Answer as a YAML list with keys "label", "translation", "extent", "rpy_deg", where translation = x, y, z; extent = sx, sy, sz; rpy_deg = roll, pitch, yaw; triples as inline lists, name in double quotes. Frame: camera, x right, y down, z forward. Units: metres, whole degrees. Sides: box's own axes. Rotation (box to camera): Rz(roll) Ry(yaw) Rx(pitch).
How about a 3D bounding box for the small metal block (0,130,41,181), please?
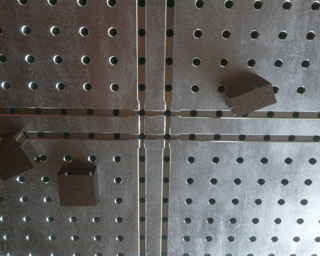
- label: "small metal block"
  translation: [-0.203, 0.038, 0.424]
  extent: [0.050, 0.025, 0.050]
  rpy_deg: [-23, 109, 8]

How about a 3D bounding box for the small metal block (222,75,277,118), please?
- label: "small metal block"
  translation: [0.110, -0.041, 0.387]
  extent: [0.050, 0.050, 0.025]
  rpy_deg: [-21, 109, 7]

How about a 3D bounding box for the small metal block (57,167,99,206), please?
- label: "small metal block"
  translation: [-0.116, 0.084, 0.443]
  extent: [0.050, 0.025, 0.050]
  rpy_deg: [0, 110, -1]
